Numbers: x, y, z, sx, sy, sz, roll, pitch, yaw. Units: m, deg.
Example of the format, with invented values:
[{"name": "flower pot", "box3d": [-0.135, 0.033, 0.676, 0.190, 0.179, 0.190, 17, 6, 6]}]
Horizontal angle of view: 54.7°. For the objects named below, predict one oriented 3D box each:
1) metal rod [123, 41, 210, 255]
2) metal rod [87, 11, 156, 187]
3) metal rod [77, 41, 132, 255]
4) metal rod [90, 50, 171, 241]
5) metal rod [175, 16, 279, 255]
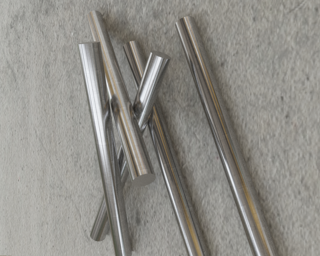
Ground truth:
[{"name": "metal rod", "box3d": [0.004, 0.022, 0.399, 0.025, 0.025, 0.299, -28, 73, 36]}, {"name": "metal rod", "box3d": [-0.059, -0.060, 0.401, 0.025, 0.025, 0.299, -46, 47, 30]}, {"name": "metal rod", "box3d": [-0.066, 0.044, 0.395, 0.025, 0.025, 0.298, 12, 117, 39]}, {"name": "metal rod", "box3d": [-0.048, 0.041, 0.419, 0.025, 0.025, 0.298, 39, 121, 33]}, {"name": "metal rod", "box3d": [0.072, 0.011, 0.344, 0.025, 0.025, 0.299, -27, 74, 36]}]
